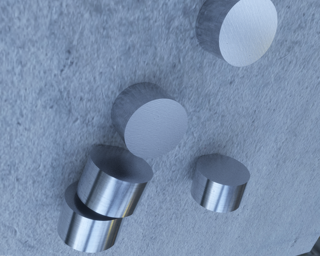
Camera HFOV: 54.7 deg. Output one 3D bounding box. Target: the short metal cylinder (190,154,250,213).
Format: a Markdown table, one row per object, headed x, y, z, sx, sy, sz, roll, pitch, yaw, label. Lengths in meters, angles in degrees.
| x | y | z | sx | sy | sz | roll | pitch | yaw | label |
| --- | --- | --- | --- | --- | --- | --- | --- | --- | --- |
| 0.091 | 0.083 | 0.474 | 0.081 | 0.080 | 0.050 | -6 | 121 | -26 | short metal cylinder |

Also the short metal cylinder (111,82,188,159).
| x | y | z | sx | sy | sz | roll | pitch | yaw | label |
| --- | --- | --- | --- | --- | --- | --- | --- | --- | --- |
| -0.014 | -0.010 | 0.379 | 0.081 | 0.050 | 0.079 | -14 | 125 | -21 | short metal cylinder |

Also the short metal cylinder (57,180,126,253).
| x | y | z | sx | sy | sz | roll | pitch | yaw | label |
| --- | --- | --- | --- | --- | --- | --- | --- | --- | --- |
| -0.085 | 0.109 | 0.394 | 0.081 | 0.080 | 0.050 | 5 | 116 | -31 | short metal cylinder |

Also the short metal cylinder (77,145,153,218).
| x | y | z | sx | sy | sz | roll | pitch | yaw | label |
| --- | --- | --- | --- | --- | --- | --- | --- | --- | --- |
| -0.055 | 0.064 | 0.382 | 0.081 | 0.080 | 0.050 | 12 | 112 | -34 | short metal cylinder |

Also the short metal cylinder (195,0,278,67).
| x | y | z | sx | sy | sz | roll | pitch | yaw | label |
| --- | --- | --- | --- | --- | --- | --- | --- | --- | --- |
| 0.090 | -0.119 | 0.368 | 0.081 | 0.050 | 0.079 | -14 | 125 | -21 | short metal cylinder |
